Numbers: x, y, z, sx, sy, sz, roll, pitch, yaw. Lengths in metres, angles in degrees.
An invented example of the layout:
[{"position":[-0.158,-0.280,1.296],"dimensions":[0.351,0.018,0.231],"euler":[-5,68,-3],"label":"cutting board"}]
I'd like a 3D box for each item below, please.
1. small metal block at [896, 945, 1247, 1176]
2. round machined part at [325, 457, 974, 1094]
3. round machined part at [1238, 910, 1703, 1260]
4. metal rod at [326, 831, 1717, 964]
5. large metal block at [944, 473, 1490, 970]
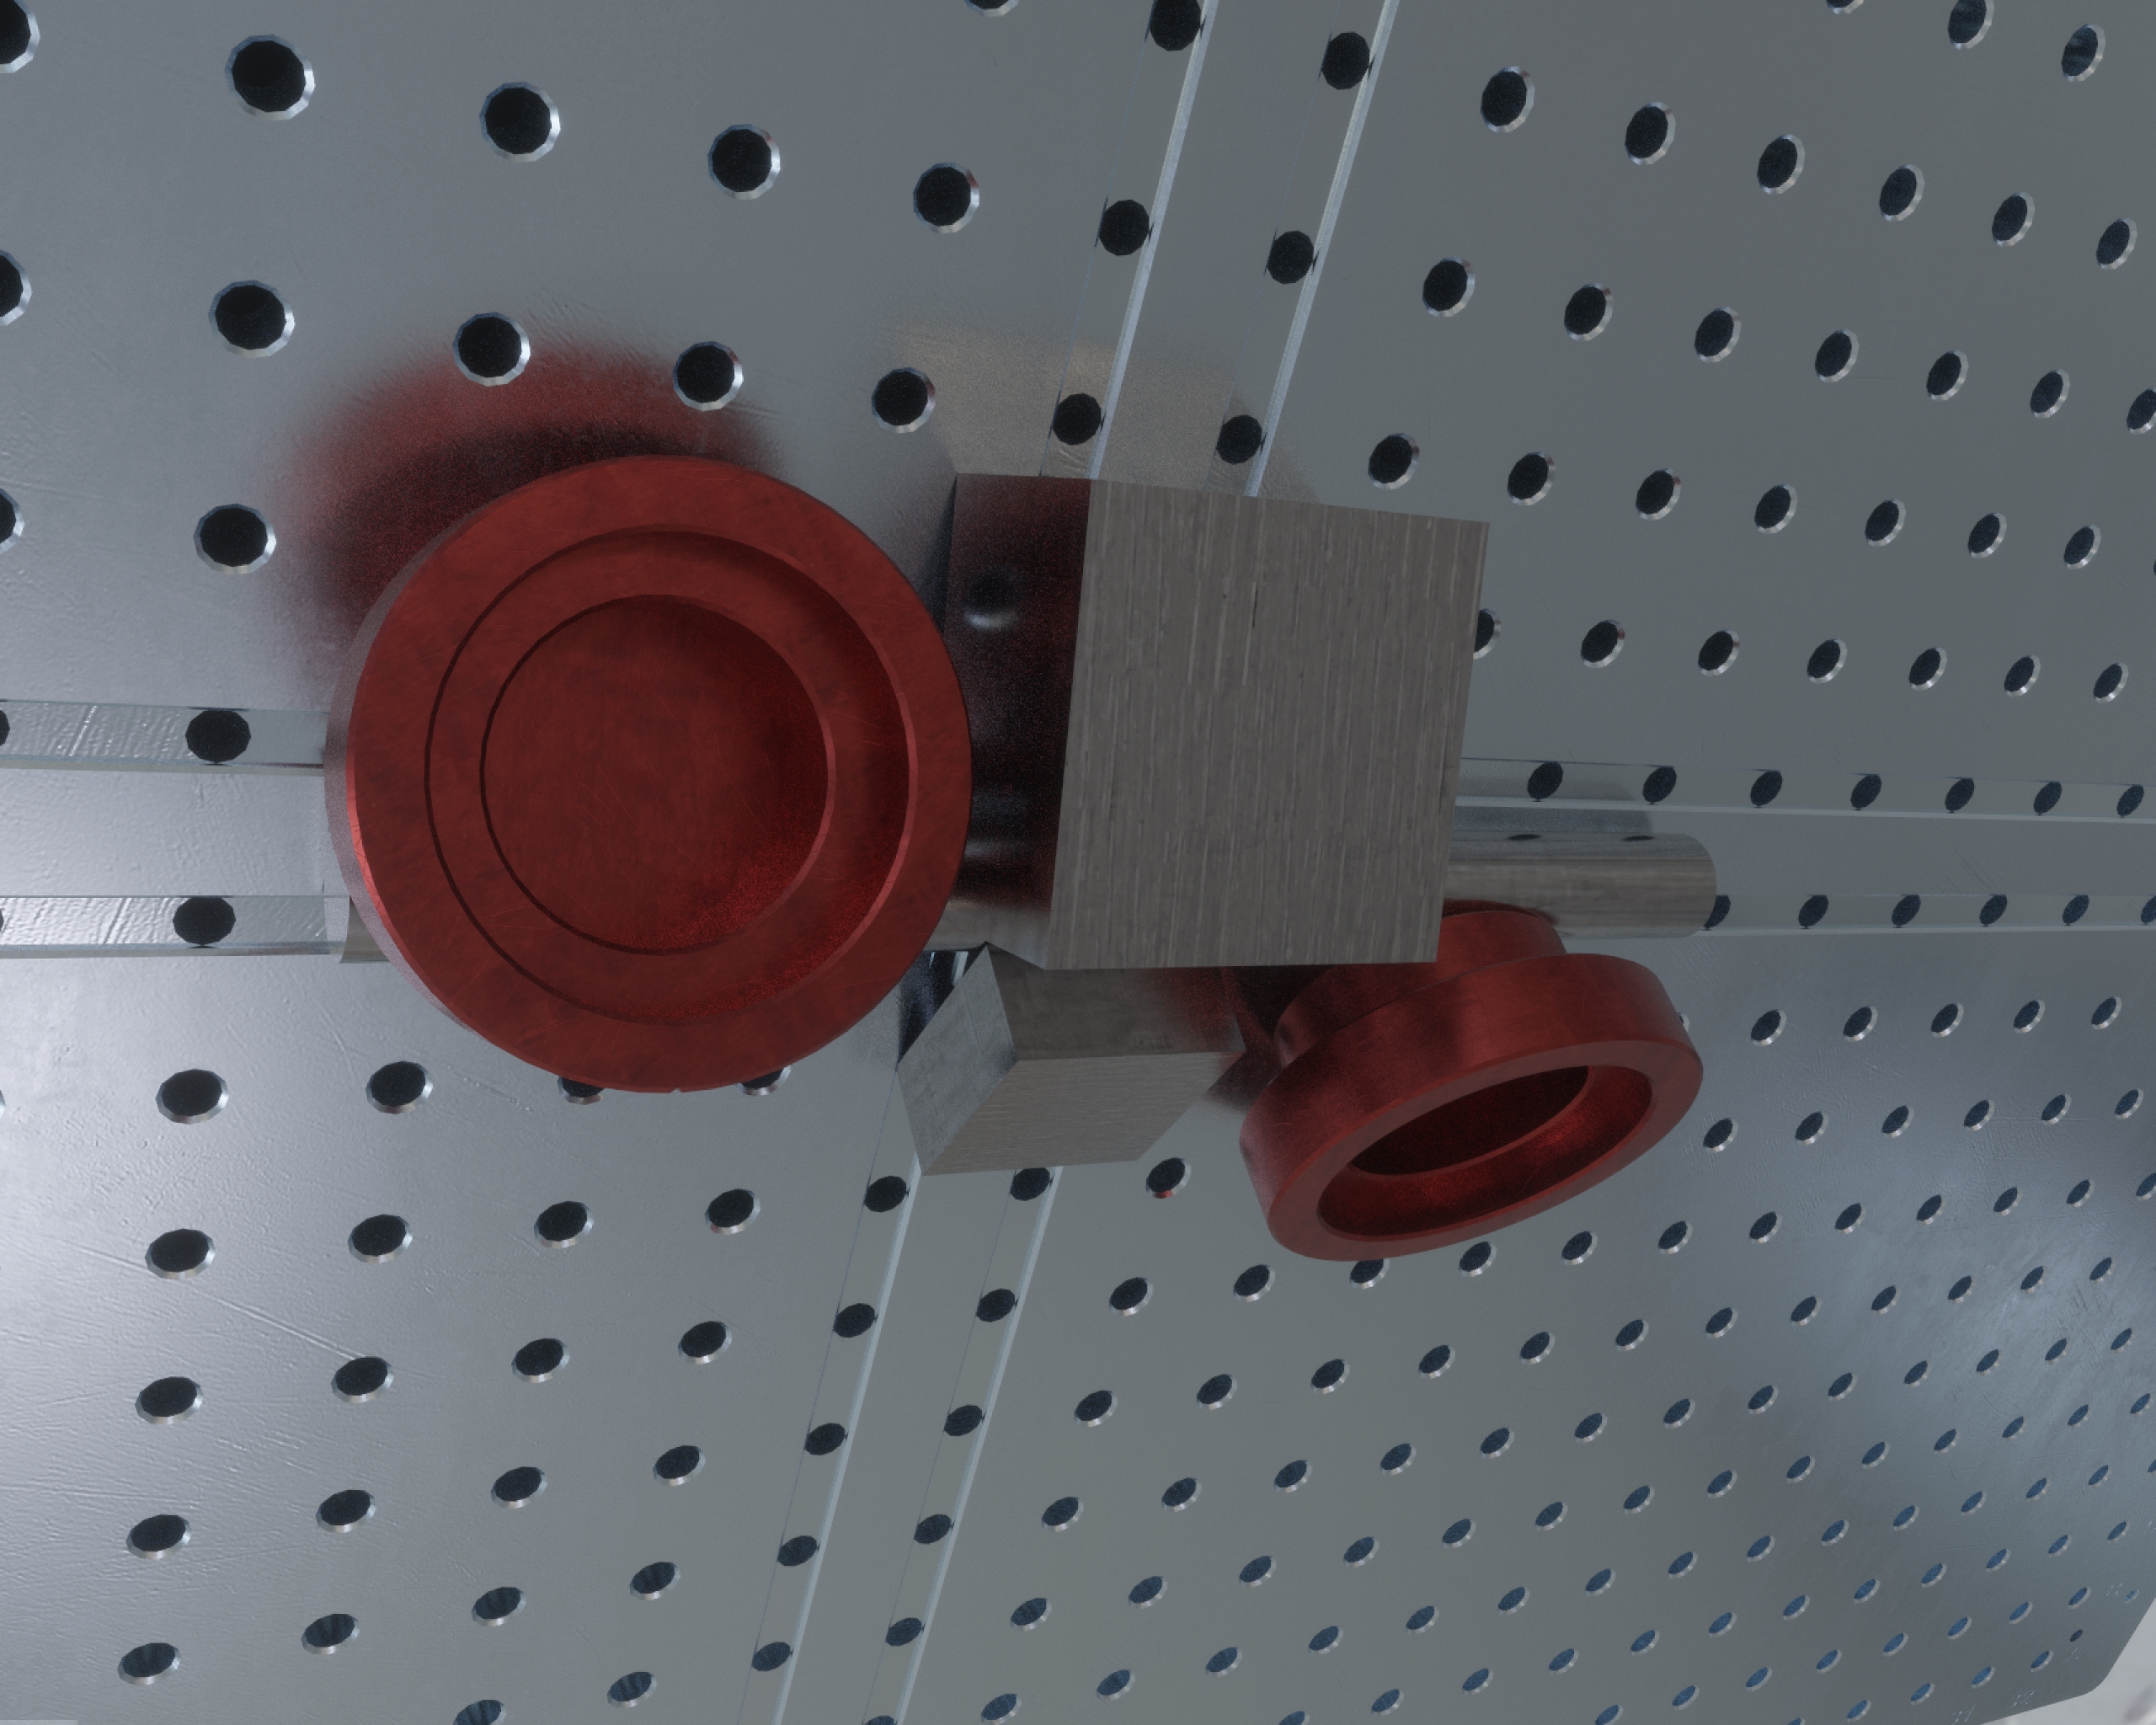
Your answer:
[{"position":[-0.002,0.040,0.422],"dimensions":[0.050,0.025,0.050],"euler":[1,147,-29],"label":"small metal block"},{"position":[-0.070,-0.014,0.337],"dimensions":[0.099,0.042,0.097],"euler":[-2,93,-29],"label":"round machined part"},{"position":[0.082,0.046,0.458],"dimensions":[0.099,0.042,0.098],"euler":[-14,148,-9],"label":"round machined part"},{"position":[0.009,0.005,0.420],"dimensions":[0.303,0.025,0.025],"euler":[0,118,-29],"label":"metal rod"},{"position":[0.022,-0.026,0.376],"dimensions":[0.081,0.050,0.079],"euler":[1,100,-29],"label":"large metal block"}]
